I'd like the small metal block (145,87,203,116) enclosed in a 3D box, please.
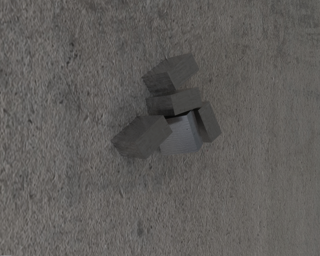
[{"bbox_3d":[0.018,-0.034,0.403,0.050,0.050,0.025,-21,103,-38],"label":"small metal block"}]

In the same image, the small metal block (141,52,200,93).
[{"bbox_3d":[0.013,-0.070,0.399,0.050,0.050,0.025,-43,116,-31],"label":"small metal block"}]

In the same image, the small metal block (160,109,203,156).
[{"bbox_3d":[0.023,0.006,0.403,0.025,0.050,0.050,-45,121,-57],"label":"small metal block"}]

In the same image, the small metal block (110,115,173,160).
[{"bbox_3d":[-0.022,0.010,0.370,0.050,0.050,0.025,-44,117,-31],"label":"small metal block"}]

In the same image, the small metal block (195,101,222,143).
[{"bbox_3d":[0.051,-0.008,0.431,0.025,0.050,0.050,-39,114,-33],"label":"small metal block"}]
